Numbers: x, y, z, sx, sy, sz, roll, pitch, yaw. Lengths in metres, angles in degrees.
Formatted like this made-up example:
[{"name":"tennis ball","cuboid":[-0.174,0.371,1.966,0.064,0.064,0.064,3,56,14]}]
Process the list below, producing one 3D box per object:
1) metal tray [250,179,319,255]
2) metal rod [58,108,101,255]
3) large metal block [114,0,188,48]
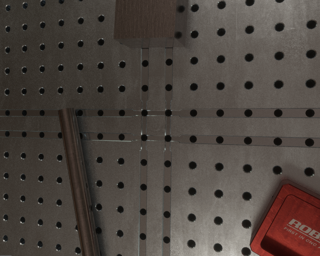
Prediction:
[{"name":"metal tray","cuboid":[0.180,0.128,0.346,0.130,0.030,0.090,27,99,17]},{"name":"metal rod","cuboid":[-0.111,0.119,0.450,0.025,0.025,0.298,-12,86,19]},{"name":"large metal block","cuboid":[-0.010,-0.150,0.402,0.080,0.050,0.079,4,91,19]}]
